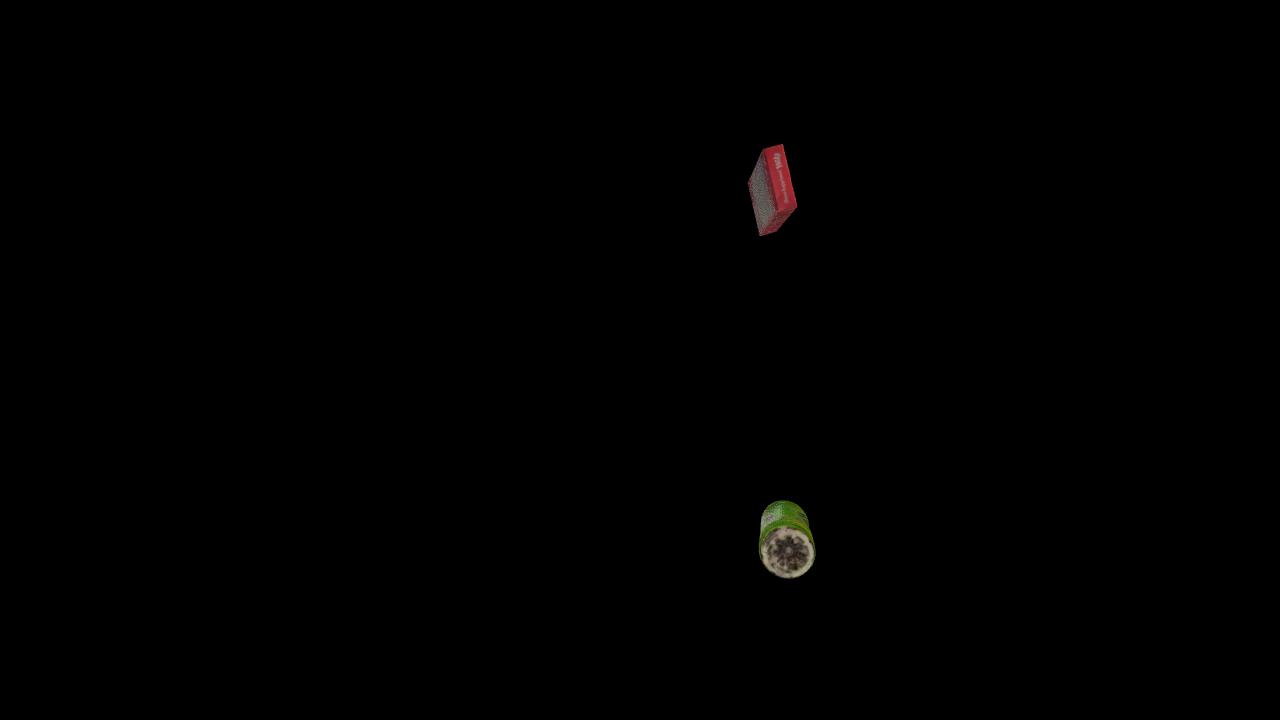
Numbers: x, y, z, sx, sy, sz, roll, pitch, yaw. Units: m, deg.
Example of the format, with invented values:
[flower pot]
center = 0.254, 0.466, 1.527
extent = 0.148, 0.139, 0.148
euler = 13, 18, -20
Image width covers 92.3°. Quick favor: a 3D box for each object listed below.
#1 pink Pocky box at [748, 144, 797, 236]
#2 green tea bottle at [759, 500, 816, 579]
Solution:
[pink Pocky box]
center = 0.179, -0.227, 0.842
extent = 0.029, 0.084, 0.155
euler = -13, -1, 3
[green tea bottle]
center = 0.202, 0.238, 0.859
extent = 0.073, 0.073, 0.212
euler = 0, 1, 11
